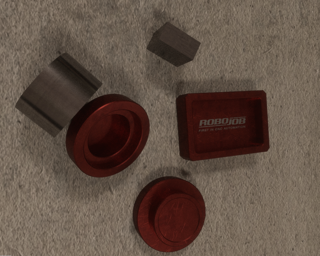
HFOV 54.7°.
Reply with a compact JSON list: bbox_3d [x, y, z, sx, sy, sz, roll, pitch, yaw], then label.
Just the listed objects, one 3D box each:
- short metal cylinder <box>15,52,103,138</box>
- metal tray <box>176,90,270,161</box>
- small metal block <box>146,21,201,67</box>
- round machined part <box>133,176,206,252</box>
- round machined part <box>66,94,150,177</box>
[{"bbox_3d":[-0.109,-0.036,0.339,0.050,0.080,0.080,42,77,-13],"label":"short metal cylinder"},{"bbox_3d":[0.091,-0.006,0.441,0.131,0.030,0.089,-5,92,-20],"label":"metal tray"},{"bbox_3d":[0.017,-0.107,0.403,0.050,0.050,0.025,27,81,-19],"label":"small metal block"},{"bbox_3d":[0.017,0.115,0.408,0.099,0.042,0.097,0,90,-21],"label":"round machined part"},{"bbox_3d":[-0.064,0.005,0.362,0.099,0.042,0.097,-24,130,-31],"label":"round machined part"}]
